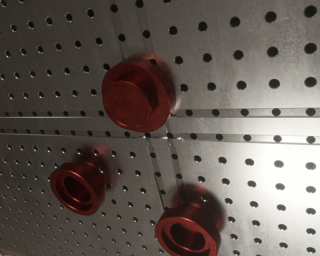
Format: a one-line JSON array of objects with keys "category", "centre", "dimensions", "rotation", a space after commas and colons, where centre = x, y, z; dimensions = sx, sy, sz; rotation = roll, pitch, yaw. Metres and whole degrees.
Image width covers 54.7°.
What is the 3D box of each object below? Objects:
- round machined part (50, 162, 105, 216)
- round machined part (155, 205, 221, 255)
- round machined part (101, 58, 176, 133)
[{"category": "round machined part", "centre": [-0.135, 0.099, 0.530], "dimensions": [0.098, 0.042, 0.097], "rotation": [13, 124, 20]}, {"category": "round machined part", "centre": [0.045, 0.158, 0.473], "dimensions": [0.098, 0.042, 0.097], "rotation": [13, 124, 20]}, {"category": "round machined part", "centre": [-0.033, -0.036, 0.394], "dimensions": [0.098, 0.042, 0.097], "rotation": [13, 124, 20]}]
